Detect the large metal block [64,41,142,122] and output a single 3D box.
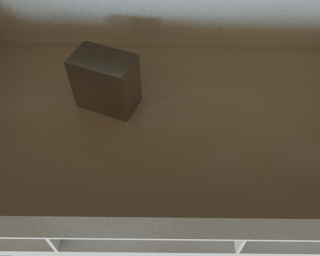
[{"bbox_3d":[-0.073,-0.063,0.421,0.080,0.080,0.050,18,52,14],"label":"large metal block"}]
